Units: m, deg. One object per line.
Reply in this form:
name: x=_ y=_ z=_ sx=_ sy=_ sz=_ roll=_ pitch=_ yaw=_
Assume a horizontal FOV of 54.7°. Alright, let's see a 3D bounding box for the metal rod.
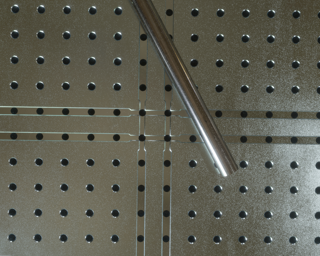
metal rod: x=0.025 y=-0.074 z=0.413 sx=0.025 sy=0.025 sz=0.299 roll=-28 pitch=90 yaw=0
